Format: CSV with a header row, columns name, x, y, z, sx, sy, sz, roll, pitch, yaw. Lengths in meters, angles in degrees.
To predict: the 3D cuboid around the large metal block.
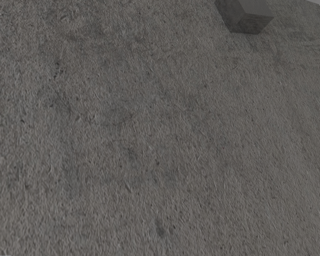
name,x,y,z,sx,sy,sz,roll,pitch,yaw
large metal block,0.169,-0.238,0.624,0.081,0.050,0.080,-7,65,-31
